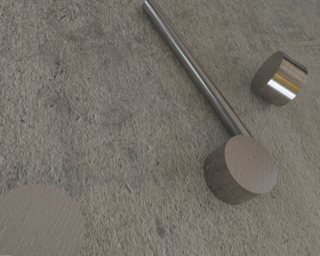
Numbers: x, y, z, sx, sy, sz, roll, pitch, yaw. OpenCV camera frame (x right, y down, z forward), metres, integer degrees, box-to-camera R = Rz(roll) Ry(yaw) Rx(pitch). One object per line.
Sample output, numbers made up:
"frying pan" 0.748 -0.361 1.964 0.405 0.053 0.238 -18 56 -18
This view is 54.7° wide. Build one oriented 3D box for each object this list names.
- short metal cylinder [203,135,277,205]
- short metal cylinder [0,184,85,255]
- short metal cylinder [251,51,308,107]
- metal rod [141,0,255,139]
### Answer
"short metal cylinder" 0.105 0.056 0.410 0.081 0.050 0.080 14 56 -21
"short metal cylinder" -0.112 0.095 0.269 0.081 0.050 0.080 14 56 -21
"short metal cylinder" 0.201 -0.083 0.527 0.050 0.080 0.080 30 52 -9
"metal rod" 0.060 -0.085 0.487 0.025 0.025 0.299 -24 75 -36
